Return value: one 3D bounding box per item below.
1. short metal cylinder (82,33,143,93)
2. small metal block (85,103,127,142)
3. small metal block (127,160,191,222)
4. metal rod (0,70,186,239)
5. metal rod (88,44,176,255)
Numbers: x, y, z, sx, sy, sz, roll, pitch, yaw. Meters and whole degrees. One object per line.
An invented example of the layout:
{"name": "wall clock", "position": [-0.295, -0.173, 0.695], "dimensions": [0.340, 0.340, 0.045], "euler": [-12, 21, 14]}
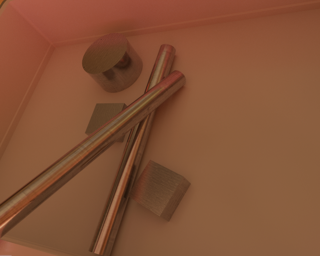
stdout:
{"name": "short metal cylinder", "position": [-0.074, -0.103, 0.490], "dimensions": [0.080, 0.050, 0.080], "euler": [-13, 56, 20]}
{"name": "small metal block", "position": [-0.073, -0.008, 0.447], "dimensions": [0.050, 0.025, 0.050], "euler": [2, 62, 28]}
{"name": "small metal block", "position": [-0.001, 0.072, 0.361], "dimensions": [0.050, 0.025, 0.050], "euler": [23, 74, 36]}
{"name": "metal rod", "position": [-0.067, 0.014, 0.353], "dimensions": [0.025, 0.025, 0.302], "euler": [20, 48, 35]}
{"name": "metal rod", "position": [-0.029, 0.012, 0.411], "dimensions": [0.025, 0.025, 0.300], "euler": [3, 63, 29]}
